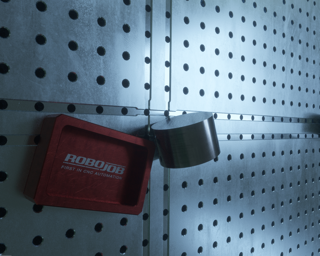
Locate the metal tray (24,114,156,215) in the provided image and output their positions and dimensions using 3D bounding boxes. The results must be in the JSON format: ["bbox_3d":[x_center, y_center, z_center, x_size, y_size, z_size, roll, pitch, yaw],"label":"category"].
[{"bbox_3d":[-0.070,0.044,0.346,0.131,0.030,0.090,19,78,-38],"label":"metal tray"}]

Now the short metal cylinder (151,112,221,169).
[{"bbox_3d":[0.034,0.014,0.402,0.081,0.080,0.050,-22,104,-38],"label":"short metal cylinder"}]
